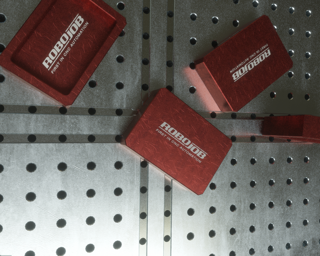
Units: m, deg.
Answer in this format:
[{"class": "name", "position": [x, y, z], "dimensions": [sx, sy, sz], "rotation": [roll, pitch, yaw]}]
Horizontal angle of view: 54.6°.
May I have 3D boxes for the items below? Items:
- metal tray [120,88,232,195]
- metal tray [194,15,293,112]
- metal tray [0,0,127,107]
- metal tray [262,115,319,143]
[{"class": "metal tray", "position": [0.024, 0.019, 0.419], "dimensions": [0.130, 0.030, 0.090], "rotation": [37, 78, -16]}, {"class": "metal tray", "position": [0.125, -0.094, 0.455], "dimensions": [0.131, 0.030, 0.090], "rotation": [-37, 102, -16]}, {"class": "metal tray", "position": [-0.112, -0.101, 0.368], "dimensions": [0.090, 0.030, 0.130], "rotation": [34, 79, -17]}, {"class": "metal tray", "position": [0.234, 0.005, 0.463], "dimensions": [0.131, 0.090, 0.030], "rotation": [7, 88, -20]}]
